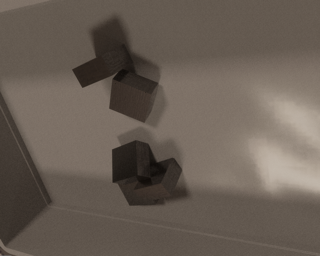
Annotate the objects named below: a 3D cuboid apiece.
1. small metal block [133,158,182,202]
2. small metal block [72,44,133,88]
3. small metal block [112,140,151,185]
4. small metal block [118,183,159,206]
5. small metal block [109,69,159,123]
[{"bbox_3d":[-0.002,0.073,0.436,0.050,0.050,0.025,-22,115,35],"label":"small metal block"},{"bbox_3d":[-0.069,-0.076,0.380,0.050,0.050,0.025,-15,110,34],"label":"small metal block"},{"bbox_3d":[-0.042,0.050,0.442,0.050,0.050,0.025,-22,152,36],"label":"small metal block"},{"bbox_3d":[-0.032,0.093,0.481,0.050,0.025,0.050,-11,113,32],"label":"small metal block"},{"bbox_3d":[-0.034,-0.040,0.391,0.050,0.025,0.050,22,137,5],"label":"small metal block"}]
